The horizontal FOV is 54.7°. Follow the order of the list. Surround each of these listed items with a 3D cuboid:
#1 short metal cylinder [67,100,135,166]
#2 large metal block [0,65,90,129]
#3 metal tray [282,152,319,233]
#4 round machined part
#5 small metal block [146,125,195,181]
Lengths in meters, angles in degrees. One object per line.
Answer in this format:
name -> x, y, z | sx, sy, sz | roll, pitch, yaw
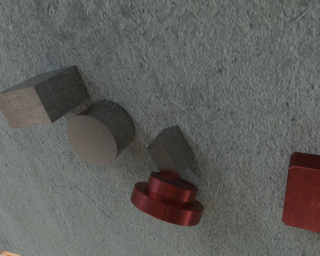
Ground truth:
short metal cylinder -> -0.082, 0.006, 0.436 | 0.080, 0.050, 0.079 | 13, 124, 20
large metal block -> -0.160, -0.043, 0.426 | 0.080, 0.080, 0.050 | -6, 116, 30
metal tray -> 0.210, 0.080, 0.343 | 0.130, 0.030, 0.089 | 8, 122, 23
round machined part -> 0.013, 0.090, 0.419 | 0.098, 0.098, 0.042 | 19, 92, 16
small metal block -> 0.015, 0.031, 0.401 | 0.025, 0.050, 0.050 | -19, 109, 35
